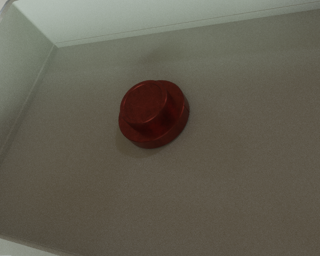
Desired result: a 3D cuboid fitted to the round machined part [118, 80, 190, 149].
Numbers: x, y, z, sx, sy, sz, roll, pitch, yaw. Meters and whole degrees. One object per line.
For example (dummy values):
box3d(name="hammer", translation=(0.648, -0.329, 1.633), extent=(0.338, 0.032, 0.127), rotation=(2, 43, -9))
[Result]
box3d(name="round machined part", translation=(-0.014, -0.025, 0.414), extent=(0.098, 0.042, 0.098), rotation=(-13, 56, 21))
